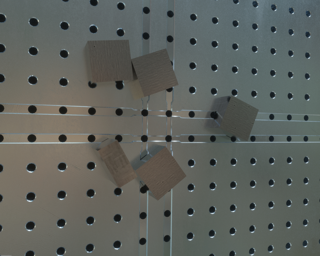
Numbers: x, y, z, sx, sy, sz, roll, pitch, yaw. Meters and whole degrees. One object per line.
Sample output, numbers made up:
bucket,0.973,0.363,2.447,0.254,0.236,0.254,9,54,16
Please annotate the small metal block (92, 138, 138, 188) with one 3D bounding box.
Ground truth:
small metal block,-0.056,0.041,0.378,0.025,0.050,0.050,-30,100,-17

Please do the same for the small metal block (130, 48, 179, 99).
small metal block,-0.010,-0.071,0.409,0.050,0.025,0.050,-22,98,-19

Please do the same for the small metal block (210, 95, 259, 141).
small metal block,0.109,-0.014,0.452,0.050,0.025,0.050,24,82,-19

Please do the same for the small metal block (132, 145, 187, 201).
small metal block,-0.002,0.059,0.412,0.050,0.025,0.050,-38,102,-16

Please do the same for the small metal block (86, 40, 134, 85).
small metal block,-0.064,-0.082,0.389,0.050,0.025,0.050,-7,93,-20
